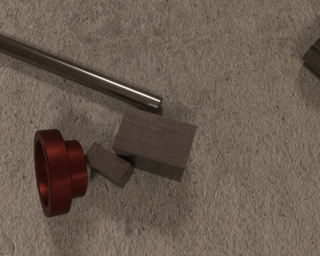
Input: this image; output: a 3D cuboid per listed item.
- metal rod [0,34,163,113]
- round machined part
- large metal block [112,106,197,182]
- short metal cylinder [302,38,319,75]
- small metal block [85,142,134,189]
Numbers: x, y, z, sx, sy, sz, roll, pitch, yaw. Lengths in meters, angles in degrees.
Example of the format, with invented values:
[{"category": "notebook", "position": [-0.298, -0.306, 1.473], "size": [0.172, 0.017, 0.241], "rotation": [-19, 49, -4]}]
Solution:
[{"category": "metal rod", "position": [-0.139, -0.086, 0.437], "size": [0.301, 0.025, 0.025], "rotation": [22, 72, 7]}, {"category": "round machined part", "position": [-0.114, 0.049, 0.356], "size": [0.042, 0.098, 0.098], "rotation": [-6, 68, -30]}, {"category": "large metal block", "position": [-0.005, 0.022, 0.371], "size": [0.080, 0.080, 0.050], "rotation": [16, 71, 5]}, {"category": "short metal cylinder", "position": [0.244, -0.107, 0.421], "size": [0.080, 0.080, 0.050], "rotation": [-37, 75, -13]}, {"category": "small metal block", "position": [-0.062, 0.047, 0.377], "size": [0.050, 0.050, 0.025], "rotation": [30, 72, 10]}]
